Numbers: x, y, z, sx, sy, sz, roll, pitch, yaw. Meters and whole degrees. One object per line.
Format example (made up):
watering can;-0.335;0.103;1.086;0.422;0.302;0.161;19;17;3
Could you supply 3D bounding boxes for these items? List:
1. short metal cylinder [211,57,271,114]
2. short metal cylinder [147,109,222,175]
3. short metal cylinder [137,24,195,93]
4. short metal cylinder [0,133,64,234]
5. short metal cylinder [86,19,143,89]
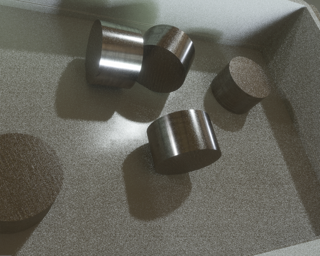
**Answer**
short metal cylinder;0.132;-0.069;0.505;0.081;0.050;0.080;14;56;-21
short metal cylinder;0.028;0.019;0.375;0.081;0.080;0.050;1;62;-28
short metal cylinder;0.003;-0.095;0.432;0.080;0.080;0.050;31;52;-9
short metal cylinder;-0.135;0.051;0.286;0.081;0.050;0.080;14;56;-21
short metal cylinder;-0.060;-0.092;0.395;0.050;0.080;0.080;4;60;-27
